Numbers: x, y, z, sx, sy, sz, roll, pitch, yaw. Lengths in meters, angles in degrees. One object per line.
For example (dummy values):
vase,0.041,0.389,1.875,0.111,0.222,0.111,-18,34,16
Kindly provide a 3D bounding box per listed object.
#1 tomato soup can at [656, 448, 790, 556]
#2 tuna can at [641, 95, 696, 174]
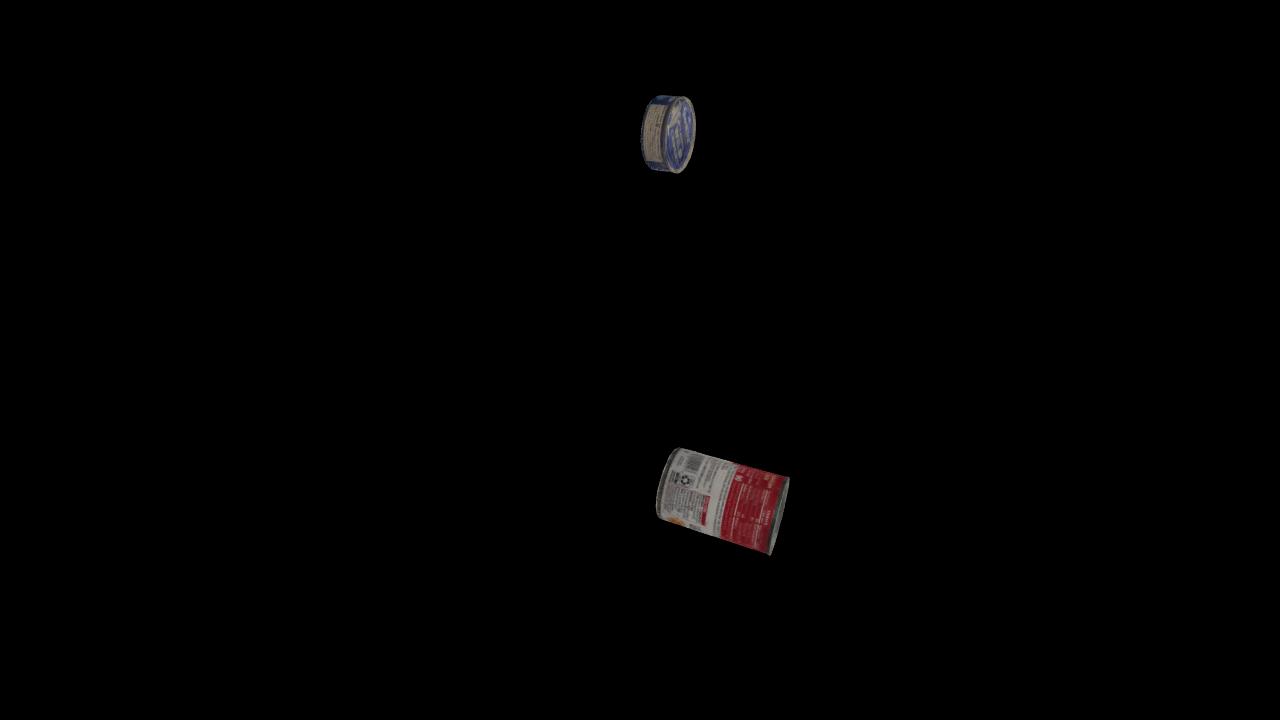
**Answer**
tomato soup can,0.071,0.121,0.533,0.101,0.068,0.068,13,4,19
tuna can,0.033,-0.261,0.713,0.034,0.084,0.084,15,6,24
